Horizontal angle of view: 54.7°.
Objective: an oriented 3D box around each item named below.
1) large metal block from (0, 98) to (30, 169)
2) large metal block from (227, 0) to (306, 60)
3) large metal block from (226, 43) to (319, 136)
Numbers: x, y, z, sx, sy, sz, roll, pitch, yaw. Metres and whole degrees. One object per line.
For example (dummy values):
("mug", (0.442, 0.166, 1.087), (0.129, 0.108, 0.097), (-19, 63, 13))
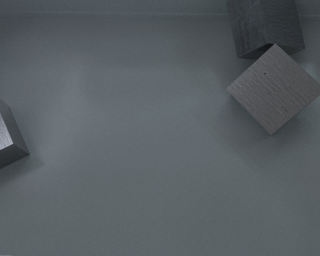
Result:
("large metal block", (-0.226, 0.012, 0.390), (0.080, 0.050, 0.080), (-28, 73, -10))
("large metal block", (0.144, -0.139, 0.421), (0.081, 0.050, 0.080), (-4, 82, -35))
("large metal block", (0.146, -0.046, 0.398), (0.080, 0.050, 0.080), (-44, 74, 12))
